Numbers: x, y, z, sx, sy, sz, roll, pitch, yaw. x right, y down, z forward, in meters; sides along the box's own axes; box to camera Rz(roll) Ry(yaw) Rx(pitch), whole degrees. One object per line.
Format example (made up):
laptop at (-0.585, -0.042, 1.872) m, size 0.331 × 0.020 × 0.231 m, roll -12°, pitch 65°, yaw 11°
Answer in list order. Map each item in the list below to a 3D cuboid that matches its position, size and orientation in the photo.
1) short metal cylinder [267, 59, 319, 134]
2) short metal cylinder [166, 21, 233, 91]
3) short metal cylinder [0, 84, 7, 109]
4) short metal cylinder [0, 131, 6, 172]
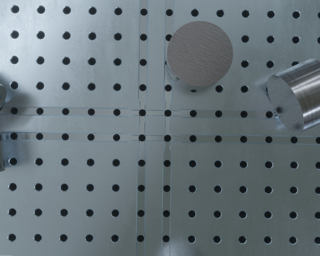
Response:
short metal cylinder at (0.179, -0.040, 0.388) m, size 0.050 × 0.080 × 0.080 m, roll -24°, pitch 90°, yaw 0°
short metal cylinder at (0.049, -0.091, 0.401) m, size 0.081 × 0.050 × 0.079 m, roll 0°, pitch 90°, yaw -1°
short metal cylinder at (-0.241, -0.037, 0.383) m, size 0.050 × 0.080 × 0.080 m, roll 39°, pitch 90°, yaw -1°
short metal cylinder at (-0.239, 0.034, 0.383) m, size 0.081 × 0.080 × 0.050 m, roll -7°, pitch 90°, yaw 0°
